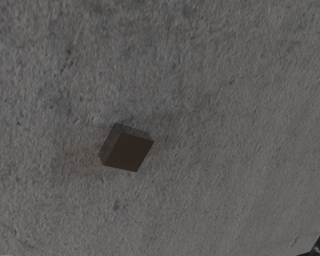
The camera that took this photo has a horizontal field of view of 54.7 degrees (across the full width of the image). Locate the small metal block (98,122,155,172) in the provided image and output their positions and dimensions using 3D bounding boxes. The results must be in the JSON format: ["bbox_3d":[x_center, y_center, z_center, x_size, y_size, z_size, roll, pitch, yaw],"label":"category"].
[{"bbox_3d":[-0.044,0.026,0.400,0.050,0.025,0.050,19,108,-36],"label":"small metal block"}]
